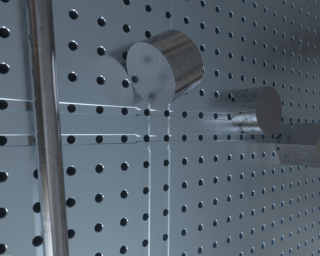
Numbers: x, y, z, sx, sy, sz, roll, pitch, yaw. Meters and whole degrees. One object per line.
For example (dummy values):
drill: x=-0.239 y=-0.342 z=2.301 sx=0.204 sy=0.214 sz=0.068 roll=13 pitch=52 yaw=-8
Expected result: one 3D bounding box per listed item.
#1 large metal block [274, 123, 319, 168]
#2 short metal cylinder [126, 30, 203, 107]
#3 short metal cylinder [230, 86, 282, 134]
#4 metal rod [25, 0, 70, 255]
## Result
large metal block: x=0.288 y=0.032 z=0.614 sx=0.080 sy=0.080 sz=0.050 roll=-38 pitch=113 yaw=-34
short metal cylinder: x=0.005 y=-0.073 z=0.377 sx=0.050 sy=0.080 sz=0.080 roll=-34 pitch=111 yaw=-35
short metal cylinder: x=0.165 y=-0.029 z=0.531 sx=0.081 sy=0.050 sz=0.080 roll=0 pitch=91 yaw=-40
metal rod: x=-0.114 y=-0.005 z=0.313 sx=0.025 sy=0.025 sz=0.298 roll=-5 pitch=94 yaw=-40
